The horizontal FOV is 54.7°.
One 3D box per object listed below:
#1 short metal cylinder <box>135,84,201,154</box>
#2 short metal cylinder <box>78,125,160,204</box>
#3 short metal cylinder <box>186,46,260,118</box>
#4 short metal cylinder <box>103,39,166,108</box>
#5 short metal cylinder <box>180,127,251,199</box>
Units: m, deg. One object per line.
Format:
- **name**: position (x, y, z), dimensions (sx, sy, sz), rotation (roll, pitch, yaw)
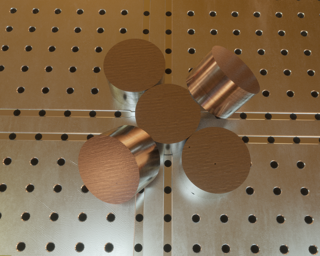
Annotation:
- **short metal cylinder**: position (0.010, -0.010, 0.402), dimensions (0.081, 0.050, 0.080), rotation (0, 70, 0)
- **short metal cylinder**: position (-0.047, 0.041, 0.361), dimensions (0.080, 0.050, 0.079), rotation (7, 106, 24)
- **short metal cylinder**: position (0.081, -0.059, 0.399), dimensions (0.080, 0.050, 0.080), rotation (26, 40, -24)
- **short metal cylinder**: position (-0.033, -0.074, 0.425), dimensions (0.081, 0.050, 0.080), rotation (0, 70, 0)
- **short metal cylinder**: position (0.065, 0.044, 0.383), dimensions (0.081, 0.050, 0.080), rotation (0, 70, 0)
